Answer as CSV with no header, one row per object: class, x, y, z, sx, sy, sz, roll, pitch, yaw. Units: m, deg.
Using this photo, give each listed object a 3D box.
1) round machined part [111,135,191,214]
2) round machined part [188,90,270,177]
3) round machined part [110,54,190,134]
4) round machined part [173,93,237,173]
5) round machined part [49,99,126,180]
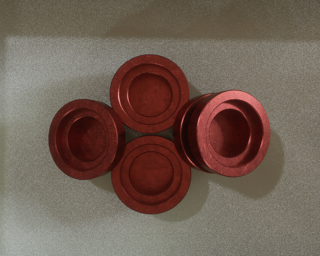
round machined part,-0.011,0.057,0.400,0.099,0.042,0.097,0,90,0
round machined part,0.076,0.006,0.363,0.099,0.042,0.097,0,90,-22
round machined part,-0.013,-0.042,0.400,0.099,0.042,0.097,0,90,0
round machined part,0.061,0.006,0.391,0.099,0.042,0.097,0,89,-22
round machined part,-0.087,0.014,0.390,0.098,0.042,0.097,0,90,20
